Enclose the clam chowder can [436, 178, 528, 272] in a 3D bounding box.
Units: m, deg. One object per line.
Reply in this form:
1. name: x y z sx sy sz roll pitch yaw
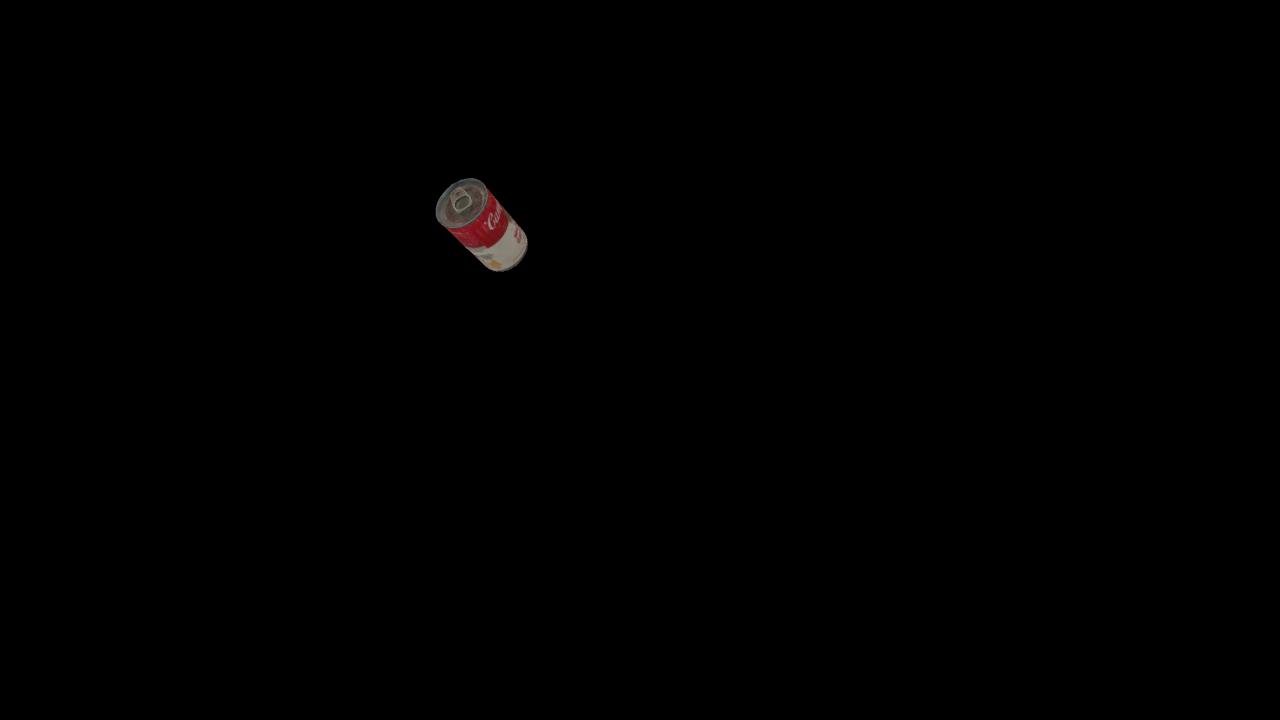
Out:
1. clam chowder can: -0.187 -0.159 0.741 0.068 0.068 0.102 0 -23 19
